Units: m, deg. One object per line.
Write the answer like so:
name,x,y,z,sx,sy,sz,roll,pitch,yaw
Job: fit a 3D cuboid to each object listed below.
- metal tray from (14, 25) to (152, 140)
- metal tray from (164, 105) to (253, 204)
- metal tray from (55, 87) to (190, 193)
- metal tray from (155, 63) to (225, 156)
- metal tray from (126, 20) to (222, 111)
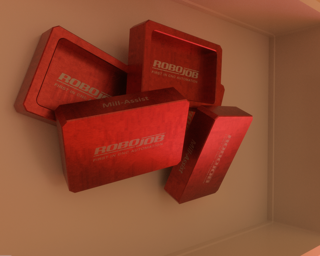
metal tray,-0.075,-0.037,0.338,0.131,0.030,0.090,25,74,-38
metal tray,0.066,0.035,0.417,0.091,0.030,0.129,-2,120,-46
metal tray,-0.037,0.011,0.328,0.131,0.030,0.089,-12,128,-24
metal tray,0.041,-0.016,0.437,0.090,0.030,0.130,25,74,-38
metal tray,0.023,-0.069,0.382,0.131,0.030,0.089,5,87,-40
